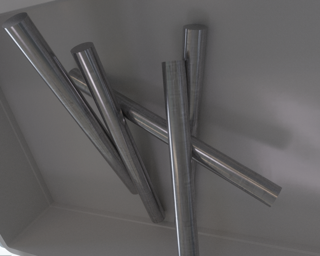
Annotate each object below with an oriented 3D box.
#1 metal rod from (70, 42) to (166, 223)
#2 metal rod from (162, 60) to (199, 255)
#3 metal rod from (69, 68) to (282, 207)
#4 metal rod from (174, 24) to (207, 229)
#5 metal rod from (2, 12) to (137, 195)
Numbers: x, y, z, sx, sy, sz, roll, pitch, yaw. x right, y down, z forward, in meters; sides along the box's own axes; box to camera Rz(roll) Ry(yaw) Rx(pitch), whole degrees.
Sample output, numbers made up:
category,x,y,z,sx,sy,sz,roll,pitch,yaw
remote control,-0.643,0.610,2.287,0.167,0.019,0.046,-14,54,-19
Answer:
category,x,y,z,sx,sy,sz,roll,pitch,yaw
metal rod,-0.042,0.030,0.411,0.025,0.025,0.299,3,132,27
metal rod,0.027,0.076,0.350,0.025,0.025,0.298,-1,99,28
metal rod,0.002,0.001,0.379,0.300,0.025,0.025,31,129,19
metal rod,0.036,0.021,0.402,0.025,0.025,0.298,14,124,20
metal rod,-0.083,-0.001,0.383,0.025,0.025,0.299,3,142,26
